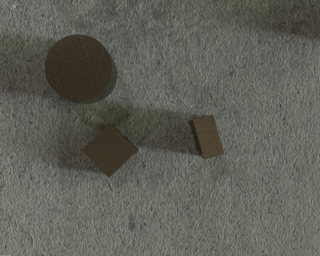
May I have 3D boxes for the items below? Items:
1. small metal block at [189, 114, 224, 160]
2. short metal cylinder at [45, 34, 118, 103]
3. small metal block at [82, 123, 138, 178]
[{"bbox_3d":[0.059,0.011,0.398,0.025,0.050,0.050,-16,90,0],"label":"small metal block"},{"bbox_3d":[-0.098,-0.073,0.396,0.081,0.050,0.079,0,90,-1],"label":"short metal cylinder"},{"bbox_3d":[-0.065,0.029,0.409,0.050,0.025,0.050,-44,91,0],"label":"small metal block"}]
